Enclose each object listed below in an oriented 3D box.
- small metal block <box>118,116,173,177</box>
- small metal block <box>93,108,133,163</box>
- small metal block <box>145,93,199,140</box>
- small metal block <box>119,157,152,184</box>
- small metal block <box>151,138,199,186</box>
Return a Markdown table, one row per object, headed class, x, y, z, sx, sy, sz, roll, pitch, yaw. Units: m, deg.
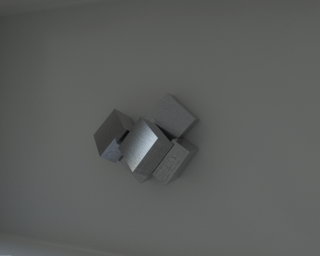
| class | x | y | z | sx | sy | sz | roll | pitch | yaw |
| --- | --- | --- | --- | --- | --- | --- | --- | --- | --- |
| small metal block | -0.019 | 0.022 | 0.375 | 0.050 | 0.025 | 0.050 | -54 | 41 | 12 |
| small metal block | -0.060 | 0.010 | 0.416 | 0.050 | 0.025 | 0.050 | -49 | 37 | 13 |
| small metal block | 0.014 | -0.010 | 0.403 | 0.050 | 0.025 | 0.050 | 44 | 103 | 14 |
| small metal block | -0.022 | 0.037 | 0.416 | 0.050 | 0.025 | 0.050 | 44 | 103 | 14 |
| small metal block | 0.019 | 0.040 | 0.388 | 0.025 | 0.050 | 0.050 | 37 | 102 | 16 |
